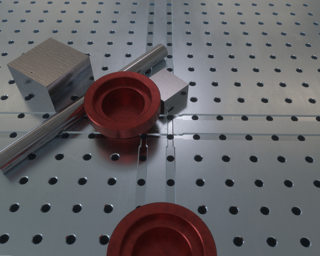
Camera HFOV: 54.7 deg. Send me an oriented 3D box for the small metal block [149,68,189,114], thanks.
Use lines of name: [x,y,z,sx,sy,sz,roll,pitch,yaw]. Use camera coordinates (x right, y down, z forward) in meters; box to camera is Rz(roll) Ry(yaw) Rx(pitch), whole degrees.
small metal block: [0.006,-0.055,0.454,0.050,0.025,0.050,-37,59,-27]

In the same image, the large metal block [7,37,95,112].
large metal block: [-0.158,-0.080,0.458,0.080,0.050,0.080,28,55,21]

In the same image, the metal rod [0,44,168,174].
metal rod: [-0.095,-0.042,0.441,0.025,0.025,0.302,34,57,25]

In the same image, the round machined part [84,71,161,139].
round machined part: [-0.048,-0.027,0.414,0.099,0.042,0.098,0,56,0]

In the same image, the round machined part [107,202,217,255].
round machined part: [0.002,0.124,0.292,0.099,0.042,0.098,0,50,0]
